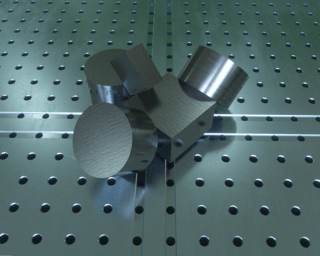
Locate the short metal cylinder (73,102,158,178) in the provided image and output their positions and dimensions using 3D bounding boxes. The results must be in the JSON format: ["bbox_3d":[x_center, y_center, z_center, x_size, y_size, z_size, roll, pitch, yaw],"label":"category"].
[{"bbox_3d":[-0.050,0.014,0.347,0.080,0.050,0.080,-2,85,29],"label":"short metal cylinder"}]

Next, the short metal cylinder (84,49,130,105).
[{"bbox_3d":[-0.064,-0.069,0.444,0.081,0.050,0.080,0,50,0],"label":"short metal cylinder"}]

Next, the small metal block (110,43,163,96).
[{"bbox_3d":[-0.030,-0.071,0.382,0.025,0.050,0.050,-38,16,-25],"label":"small metal block"}]

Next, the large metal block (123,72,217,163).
[{"bbox_3d":[0.012,-0.016,0.397,0.080,0.050,0.080,37,59,26],"label":"large metal block"}]

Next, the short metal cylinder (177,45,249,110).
[{"bbox_3d":[0.070,-0.067,0.415,0.080,0.080,0.050,36,97,26],"label":"short metal cylinder"}]
